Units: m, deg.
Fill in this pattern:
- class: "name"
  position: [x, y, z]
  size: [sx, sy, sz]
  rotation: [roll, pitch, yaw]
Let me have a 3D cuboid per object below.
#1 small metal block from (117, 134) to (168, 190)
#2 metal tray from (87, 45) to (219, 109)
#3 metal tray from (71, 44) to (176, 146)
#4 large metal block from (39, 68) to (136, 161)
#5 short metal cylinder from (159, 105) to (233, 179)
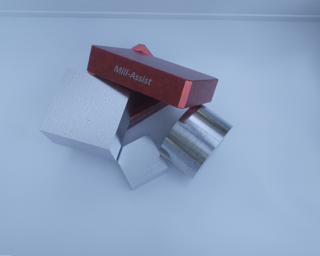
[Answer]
- class: "small metal block"
  position: [-0.024, 0.043, 0.392]
  size: [0.050, 0.025, 0.050]
  rotation: [-27, 73, -10]
- class: "metal tray"
  position: [-0.008, -0.063, 0.365]
  size: [0.130, 0.091, 0.030]
  rotation: [24, 110, 23]
- class: "metal tray"
  position: [-0.054, -0.047, 0.421]
  size: [0.131, 0.030, 0.090]
  rotation: [-32, 74, -12]
- class: "large metal block"
  position: [-0.080, -0.015, 0.365]
  size: [0.080, 0.050, 0.080]
  rotation: [16, 71, 5]
- class: "short metal cylinder"
  position: [0.044, 0.015, 0.375]
  size: [0.050, 0.080, 0.080]
  rotation: [38, 74, 12]
